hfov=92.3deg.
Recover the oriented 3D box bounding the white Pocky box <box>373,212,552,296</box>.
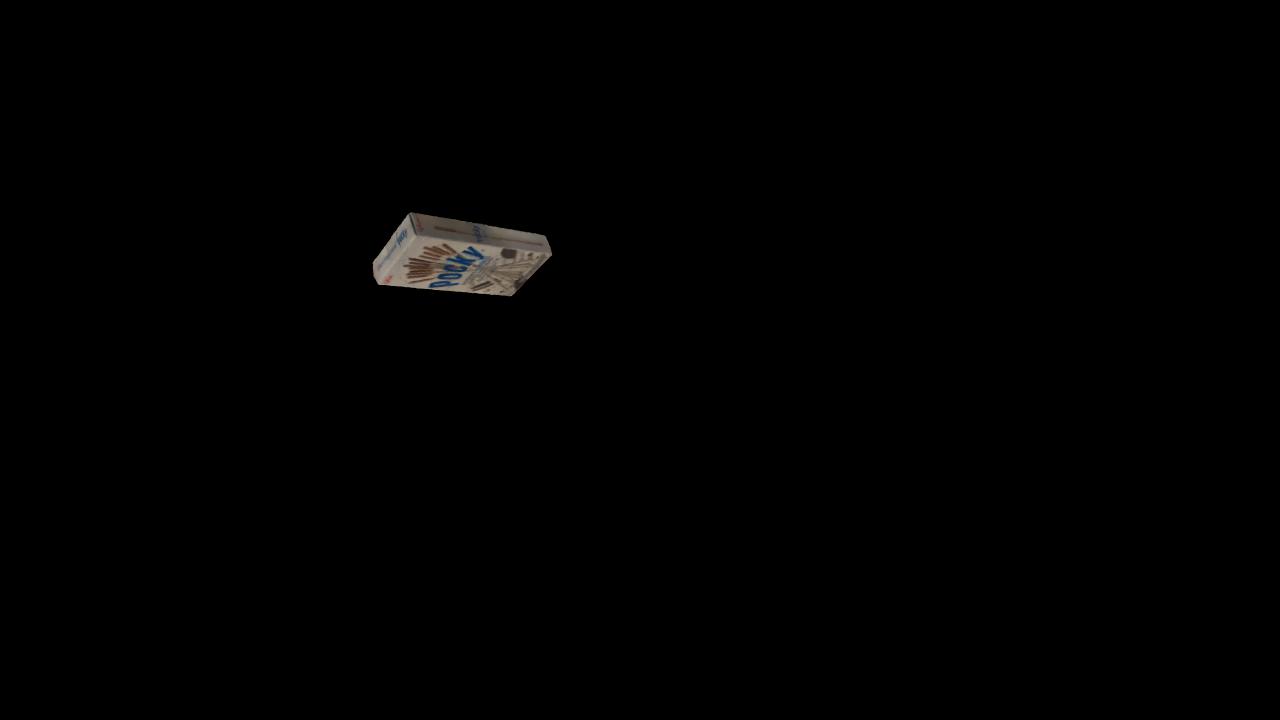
[{"bbox_3d":[-0.170,-0.100,0.606,0.154,0.028,0.084,-1,-27,-48],"label":"white Pocky box"}]
